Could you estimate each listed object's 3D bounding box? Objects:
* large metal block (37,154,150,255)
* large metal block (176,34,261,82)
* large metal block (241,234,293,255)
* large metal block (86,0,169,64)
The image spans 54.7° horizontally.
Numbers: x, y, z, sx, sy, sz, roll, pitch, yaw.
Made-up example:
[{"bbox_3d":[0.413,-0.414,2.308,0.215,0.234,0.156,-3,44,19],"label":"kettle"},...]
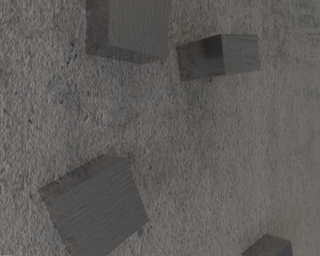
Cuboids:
[{"bbox_3d":[-0.068,0.083,0.331,0.081,0.050,0.080,-30,109,-36],"label":"large metal block"},{"bbox_3d":[0.082,-0.098,0.437,0.081,0.080,0.050,-14,99,-39],"label":"large metal block"},{"bbox_3d":[0.195,0.250,0.552,0.081,0.050,0.079,-18,102,-39],"label":"large metal block"},{"bbox_3d":[-0.036,-0.123,0.357,0.081,0.050,0.080,1,89,-40],"label":"large metal block"}]
